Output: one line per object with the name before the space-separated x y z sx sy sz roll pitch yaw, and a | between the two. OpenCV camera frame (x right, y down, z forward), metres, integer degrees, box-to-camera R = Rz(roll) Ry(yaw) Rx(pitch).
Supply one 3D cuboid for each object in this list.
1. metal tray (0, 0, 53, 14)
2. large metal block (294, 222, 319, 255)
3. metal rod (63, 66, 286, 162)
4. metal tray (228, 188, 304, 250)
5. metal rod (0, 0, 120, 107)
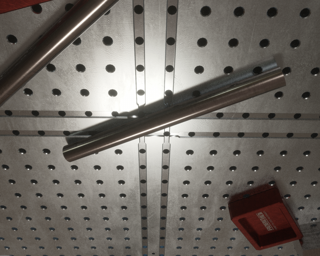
metal tray | -0.157 -0.152 0.277 0.131 0.030 0.090 -11 130 8
large metal block | 0.306 0.223 0.591 0.080 0.050 0.080 -13 129 10
metal rod | 0.006 -0.012 0.401 0.301 0.025 0.025 -20 128 15
metal tray | 0.190 0.167 0.553 0.090 0.030 0.130 -25 126 19
metal rod | -0.131 -0.080 0.341 0.300 0.025 0.025 -32 124 24
